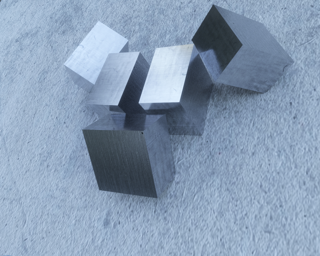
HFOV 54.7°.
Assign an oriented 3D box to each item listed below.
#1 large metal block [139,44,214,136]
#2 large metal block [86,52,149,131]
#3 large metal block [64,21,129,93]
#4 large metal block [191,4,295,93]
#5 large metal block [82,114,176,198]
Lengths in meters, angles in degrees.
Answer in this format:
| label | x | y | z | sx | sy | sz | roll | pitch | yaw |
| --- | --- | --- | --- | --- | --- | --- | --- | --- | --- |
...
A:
| label | x | y | z | sx | sy | sz | roll | pitch | yaw |
| --- | --- | --- | --- | --- | --- | --- | --- | --- | --- |
| large metal block | 0.024 | -0.044 | 0.383 | 0.050 | 0.080 | 0.080 | 1 | 62 | 28 |
| large metal block | -0.042 | -0.044 | 0.418 | 0.050 | 0.080 | 0.080 | 5 | 64 | 30 |
| large metal block | -0.091 | -0.097 | 0.464 | 0.050 | 0.080 | 0.080 | 34 | 78 | 1 |
| large metal block | 0.096 | -0.092 | 0.368 | 0.050 | 0.081 | 0.080 | -56 | 40 | 38 |
| large metal block | -0.034 | 0.029 | 0.360 | 0.080 | 0.079 | 0.050 | 1 | 23 | 28 |
